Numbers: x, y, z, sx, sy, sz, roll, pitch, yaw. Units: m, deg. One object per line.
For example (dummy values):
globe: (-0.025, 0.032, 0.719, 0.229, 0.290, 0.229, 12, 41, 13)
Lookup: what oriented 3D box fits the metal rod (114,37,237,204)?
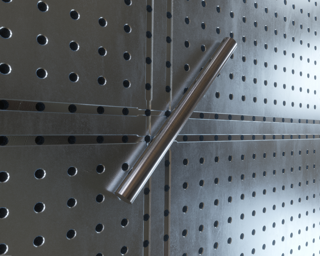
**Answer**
metal rod: (0.034, -0.026, 0.436, 0.025, 0.025, 0.301, 50, 60, -28)
